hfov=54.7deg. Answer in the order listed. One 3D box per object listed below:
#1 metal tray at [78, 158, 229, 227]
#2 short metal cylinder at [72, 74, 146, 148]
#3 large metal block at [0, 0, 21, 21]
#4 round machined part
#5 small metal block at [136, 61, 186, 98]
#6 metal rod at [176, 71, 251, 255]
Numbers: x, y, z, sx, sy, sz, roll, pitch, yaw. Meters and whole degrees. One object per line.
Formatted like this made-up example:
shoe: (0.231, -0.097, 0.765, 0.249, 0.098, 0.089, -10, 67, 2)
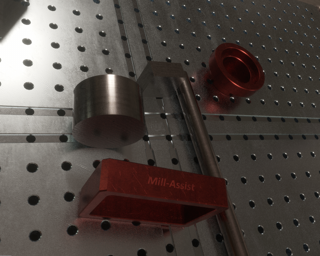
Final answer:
metal tray: (-0.008, 0.072, 0.319, 0.131, 0.090, 0.030, 13, 57, -22)
short metal cylinder: (-0.058, -0.016, 0.353, 0.081, 0.080, 0.050, 7, 59, -25)
large metal block: (-0.220, -0.197, 0.394, 0.080, 0.050, 0.080, 24, 53, -14)
round machined part: (0.123, -0.092, 0.523, 0.099, 0.042, 0.098, 14, 56, -21)
small metal block: (0.000, -0.067, 0.435, 0.050, 0.050, 0.025, -2, 63, -30)
metal rod: (0.066, 0.051, 0.414, 0.025, 0.025, 0.299, -1, 62, -29)
